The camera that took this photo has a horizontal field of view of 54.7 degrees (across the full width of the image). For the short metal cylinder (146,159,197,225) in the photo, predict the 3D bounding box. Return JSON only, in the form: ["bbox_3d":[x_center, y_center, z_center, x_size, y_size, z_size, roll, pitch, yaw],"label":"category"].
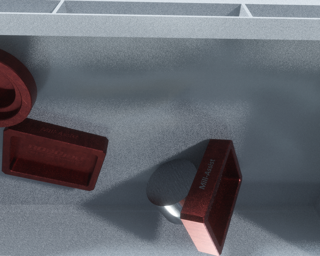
[{"bbox_3d":[0.027,0.092,0.452,0.080,0.080,0.050,-22,127,17],"label":"short metal cylinder"}]

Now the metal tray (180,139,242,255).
[{"bbox_3d":[0.075,0.089,0.417,0.030,0.130,0.090,2,135,31],"label":"metal tray"}]

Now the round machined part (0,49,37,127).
[{"bbox_3d":[-0.190,-0.051,0.352,0.099,0.042,0.097,-1,130,0],"label":"round machined part"}]

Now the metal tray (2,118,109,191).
[{"bbox_3d":[-0.148,0.039,0.436,0.131,0.030,0.089,15,129,-13],"label":"metal tray"}]
